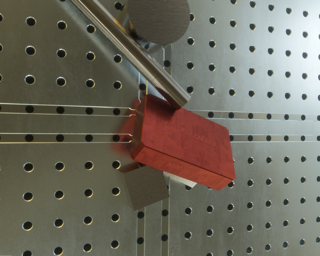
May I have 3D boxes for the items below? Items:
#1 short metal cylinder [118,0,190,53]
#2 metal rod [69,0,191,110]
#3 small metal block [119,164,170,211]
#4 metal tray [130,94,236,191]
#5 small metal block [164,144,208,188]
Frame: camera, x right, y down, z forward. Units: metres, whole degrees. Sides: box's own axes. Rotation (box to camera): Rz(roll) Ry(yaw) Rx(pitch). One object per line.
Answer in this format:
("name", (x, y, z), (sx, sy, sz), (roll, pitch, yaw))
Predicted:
("short metal cylinder", (-0.008, -0.141, 0.397), (0.081, 0.050, 0.079), (0, 90, -21))
("metal rod", (-0.074, -0.136, 0.372), (0.300, 0.025, 0.025), (45, 76, -10))
("small metal block", (-0.021, 0.073, 0.406), (0.050, 0.025, 0.050), (-17, 96, -20))
("metal tray", (0.031, 0.018, 0.395), (0.131, 0.030, 0.090), (22, 43, -19))
("small metal block", (0.037, 0.046, 0.414), (0.050, 0.025, 0.050), (29, 119, -19))
